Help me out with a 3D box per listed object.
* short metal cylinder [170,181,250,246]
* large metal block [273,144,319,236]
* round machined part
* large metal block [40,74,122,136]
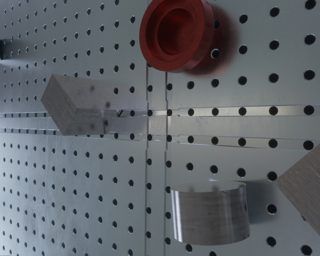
[{"bbox_3d":[0.053,0.087,0.330,0.080,0.081,0.050,-7,86,40],"label":"short metal cylinder"},{"bbox_3d":[0.161,0.050,0.260,0.080,0.050,0.080,-51,60,28],"label":"large metal block"},{"bbox_3d":[0.024,-0.116,0.378,0.098,0.042,0.097,0,90,40],"label":"round machined part"},{"bbox_3d":[-0.121,-0.034,0.474,0.080,0.081,0.050,49,119,29],"label":"large metal block"}]
